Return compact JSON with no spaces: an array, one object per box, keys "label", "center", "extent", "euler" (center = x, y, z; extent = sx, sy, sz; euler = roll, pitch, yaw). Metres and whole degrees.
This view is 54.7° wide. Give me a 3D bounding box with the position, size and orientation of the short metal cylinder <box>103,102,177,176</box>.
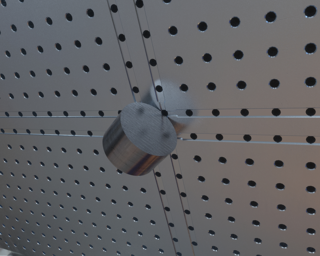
[{"label":"short metal cylinder","center":[-0.026,0.014,0.395],"extent":[0.080,0.080,0.050],"euler":[42,129,-1]}]
